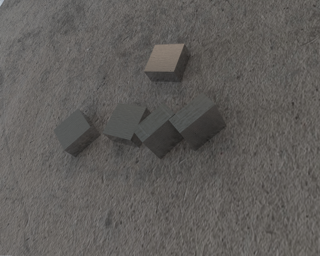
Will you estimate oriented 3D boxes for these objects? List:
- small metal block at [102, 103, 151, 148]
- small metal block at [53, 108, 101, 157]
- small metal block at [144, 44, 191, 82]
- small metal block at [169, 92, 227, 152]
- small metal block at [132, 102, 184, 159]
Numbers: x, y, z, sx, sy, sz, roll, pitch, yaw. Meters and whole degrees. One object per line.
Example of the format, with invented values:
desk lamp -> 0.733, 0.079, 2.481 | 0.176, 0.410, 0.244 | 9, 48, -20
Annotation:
small metal block -> -0.044, -0.004, 0.429 | 0.050, 0.025, 0.050 | 12, 68, 33
small metal block -> -0.125, 0.007, 0.466 | 0.050, 0.025, 0.050 | -42, 51, -1
small metal block -> 0.011, -0.096, 0.457 | 0.050, 0.025, 0.050 | 7, 65, 31
small metal block -> 0.046, -0.006, 0.367 | 0.050, 0.050, 0.025 | -39, 51, 1
small metal block -> 0.002, 0.005, 0.384 | 0.050, 0.050, 0.025 | -42, 51, 0
